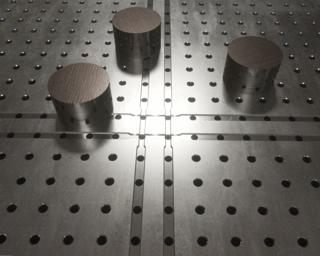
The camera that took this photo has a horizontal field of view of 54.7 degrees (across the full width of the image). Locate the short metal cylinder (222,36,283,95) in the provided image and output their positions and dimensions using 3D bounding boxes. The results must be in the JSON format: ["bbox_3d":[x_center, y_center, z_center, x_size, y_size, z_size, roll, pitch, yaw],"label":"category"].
[{"bbox_3d":[0.140,-0.096,0.474,0.081,0.050,0.080,0,50,0],"label":"short metal cylinder"}]

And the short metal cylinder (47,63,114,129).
[{"bbox_3d":[-0.107,-0.045,0.428,0.081,0.050,0.080,0,50,0],"label":"short metal cylinder"}]

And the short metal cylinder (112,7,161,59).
[{"bbox_3d":[-0.038,-0.163,0.528,0.081,0.050,0.080,0,50,0],"label":"short metal cylinder"}]
